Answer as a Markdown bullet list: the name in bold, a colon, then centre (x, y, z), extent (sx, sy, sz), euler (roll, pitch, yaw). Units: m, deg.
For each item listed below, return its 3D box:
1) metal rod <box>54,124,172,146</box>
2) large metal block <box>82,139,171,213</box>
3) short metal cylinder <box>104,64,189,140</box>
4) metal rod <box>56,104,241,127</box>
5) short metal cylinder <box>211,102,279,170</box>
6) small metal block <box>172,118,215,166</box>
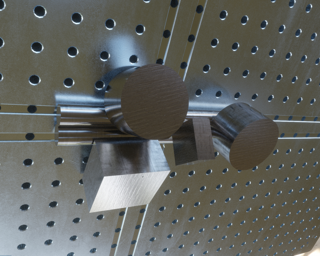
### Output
- **metal rod**: centre (0.016, 0.009, 0.421), extent (0.303, 0.025, 0.025), euler (0, 118, -29)
- **large metal block**: centre (-0.045, 0.058, 0.384), extent (0.081, 0.050, 0.079), euler (-1, 139, -28)
- **short metal cylinder**: centre (-0.015, -0.029, 0.346), extent (0.081, 0.050, 0.079), euler (-3, 96, -29)
- **metal rod**: centre (0.022, -0.013, 0.411), extent (0.303, 0.025, 0.025), euler (0, 118, -29)
- **short metal cylinder**: centre (0.114, 0.011, 0.428), extent (0.081, 0.050, 0.079), euler (-14, 124, -21)
- **small metal block**: centre (0.040, 0.019, 0.388), extent (0.025, 0.050, 0.050), euler (1, 76, -29)
